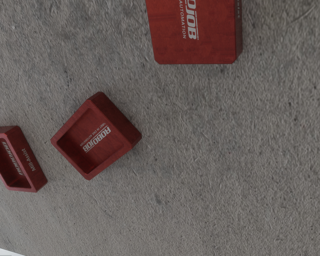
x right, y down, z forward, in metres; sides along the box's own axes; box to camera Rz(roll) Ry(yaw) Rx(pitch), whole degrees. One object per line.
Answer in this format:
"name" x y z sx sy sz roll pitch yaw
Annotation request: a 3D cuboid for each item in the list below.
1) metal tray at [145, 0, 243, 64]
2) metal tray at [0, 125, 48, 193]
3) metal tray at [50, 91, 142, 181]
"metal tray" 0.032 -0.130 0.306 0.090 0.030 0.129 5 121 25
"metal tray" -0.279 0.060 0.588 0.090 0.030 0.129 -3 117 29
"metal tray" -0.099 0.017 0.466 0.090 0.030 0.129 48 129 -6
